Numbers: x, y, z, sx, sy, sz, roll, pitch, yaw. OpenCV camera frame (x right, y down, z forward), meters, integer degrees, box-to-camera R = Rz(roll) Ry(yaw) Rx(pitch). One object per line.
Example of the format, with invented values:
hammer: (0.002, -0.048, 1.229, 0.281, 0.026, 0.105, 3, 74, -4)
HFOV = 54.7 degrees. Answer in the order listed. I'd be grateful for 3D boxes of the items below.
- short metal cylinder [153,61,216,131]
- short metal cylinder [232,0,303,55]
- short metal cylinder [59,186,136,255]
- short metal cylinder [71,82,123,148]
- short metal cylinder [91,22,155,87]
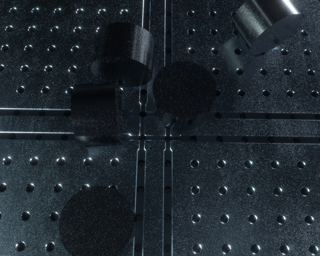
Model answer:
short metal cylinder: (0.031, -0.042, 0.414, 0.081, 0.050, 0.080, 0, 70, 0)
short metal cylinder: (0.151, -0.150, 0.439, 0.080, 0.080, 0.050, -24, 72, -9)
short metal cylinder: (-0.069, 0.111, 0.357, 0.081, 0.050, 0.080, 0, 70, 0)
short metal cylinder: (-0.076, -0.017, 0.388, 0.050, 0.080, 0.080, -4, 70, -2)
short metal cylinder: (-0.048, -0.096, 0.417, 0.081, 0.080, 0.050, 4, 70, 1)
